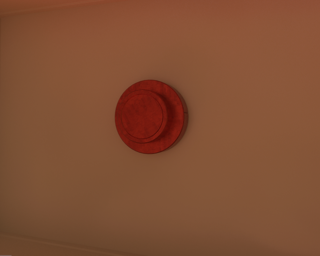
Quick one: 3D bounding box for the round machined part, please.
[{"bbox_3d":[-0.016,-0.015,0.404,0.098,0.042,0.097,0,90,20],"label":"round machined part"}]
